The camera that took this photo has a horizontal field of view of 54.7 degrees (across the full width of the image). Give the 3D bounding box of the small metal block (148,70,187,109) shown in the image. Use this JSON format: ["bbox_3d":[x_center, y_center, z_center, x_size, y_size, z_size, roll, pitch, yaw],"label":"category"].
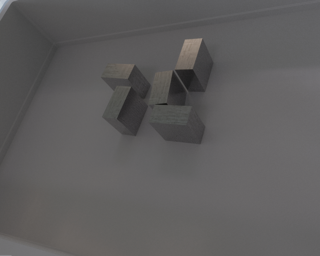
[{"bbox_3d":[0.012,-0.040,0.408,0.025,0.050,0.050,-3,60,27],"label":"small metal block"}]

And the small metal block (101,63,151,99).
[{"bbox_3d":[-0.050,-0.069,0.459,0.050,0.050,0.025,9,67,32],"label":"small metal block"}]

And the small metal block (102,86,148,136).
[{"bbox_3d":[-0.047,-0.023,0.429,0.025,0.050,0.050,8,66,32],"label":"small metal block"}]

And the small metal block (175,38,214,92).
[{"bbox_3d":[0.047,-0.083,0.416,0.025,0.050,0.050,5,64,30],"label":"small metal block"}]

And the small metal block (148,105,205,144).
[{"bbox_3d":[0.022,-0.004,0.381,0.050,0.050,0.025,5,64,30],"label":"small metal block"}]
